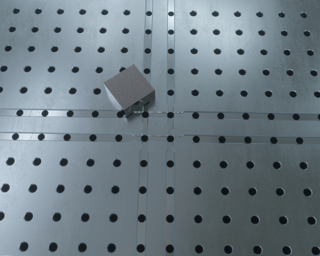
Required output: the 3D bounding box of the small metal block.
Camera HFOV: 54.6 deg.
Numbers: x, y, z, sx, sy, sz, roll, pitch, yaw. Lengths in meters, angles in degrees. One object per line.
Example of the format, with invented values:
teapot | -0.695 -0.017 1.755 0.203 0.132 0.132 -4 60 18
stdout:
small metal block | -0.042 -0.052 0.431 0.050 0.025 0.050 -34 74 -12
